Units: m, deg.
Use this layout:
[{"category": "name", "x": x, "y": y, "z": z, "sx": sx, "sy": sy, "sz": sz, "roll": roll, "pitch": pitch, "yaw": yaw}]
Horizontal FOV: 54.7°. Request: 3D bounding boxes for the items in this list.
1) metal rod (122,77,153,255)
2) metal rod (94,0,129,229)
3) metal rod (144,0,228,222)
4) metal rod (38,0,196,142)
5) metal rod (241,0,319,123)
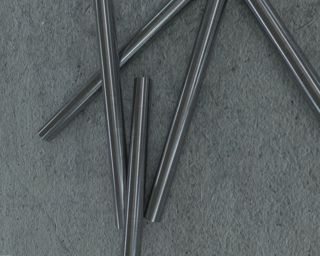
[{"category": "metal rod", "x": -0.032, "y": 0.083, "z": 0.406, "sx": 0.025, "sy": 0.025, "sz": 0.298, "roll": 2, "pitch": 85, "yaw": 20}, {"category": "metal rod", "x": -0.060, "y": -0.015, "z": 0.411, "sx": 0.025, "sy": 0.025, "sz": 0.298, "roll": -3, "pitch": 96, "yaw": 20}, {"category": "metal rod", "x": 0.031, "y": -0.023, "z": 0.397, "sx": 0.025, "sy": 0.025, "sz": 0.298, "roll": 18, "pitch": 96, "yaw": 19}, {"category": "metal rod", "x": -0.065, "y": -0.084, "z": 0.431, "sx": 0.299, "sy": 0.025, "sz": 0.025, "roll": -41, "pitch": 77, "yaw": 15}, {"category": "metal rod", "x": 0.157, "y": -0.070, "z": 0.353, "sx": 0.025, "sy": 0.025, "sz": 0.299, "roll": -31, "pitch": 80, "yaw": 17}]
